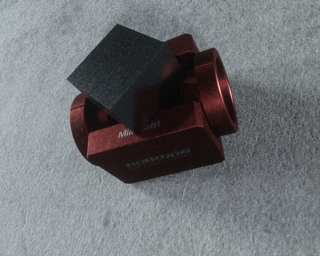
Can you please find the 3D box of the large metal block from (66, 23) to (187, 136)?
[{"bbox_3d":[-0.034,-0.052,0.319,0.080,0.050,0.080,34,80,38],"label":"large metal block"}]

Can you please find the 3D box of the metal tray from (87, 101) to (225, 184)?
[{"bbox_3d":[-0.003,0.022,0.348,0.130,0.090,0.030,-16,56,18],"label":"metal tray"}]

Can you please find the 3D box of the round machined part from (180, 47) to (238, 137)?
[{"bbox_3d":[0.055,-0.037,0.352,0.042,0.098,0.098,-15,56,20],"label":"round machined part"}]

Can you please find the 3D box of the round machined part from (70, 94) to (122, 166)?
[{"bbox_3d":[-0.066,-0.003,0.393,0.042,0.098,0.098,-15,56,20],"label":"round machined part"}]

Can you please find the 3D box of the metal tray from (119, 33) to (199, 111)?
[{"bbox_3d":[-0.005,-0.060,0.403,0.130,0.090,0.030,-17,55,18],"label":"metal tray"}]
